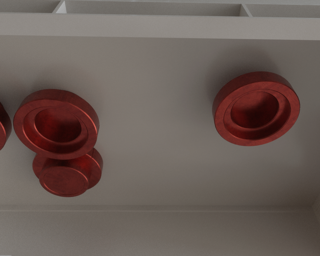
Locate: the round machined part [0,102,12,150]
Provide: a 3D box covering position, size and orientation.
[{"bbox_3d":[-0.235,-0.012,0.384,0.099,0.042,0.097,-1,130,0],"label":"round machined part"}]

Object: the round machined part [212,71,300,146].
[{"bbox_3d":[0.113,-0.027,0.377,0.099,0.042,0.097,-1,130,0],"label":"round machined part"}]

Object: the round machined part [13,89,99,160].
[{"bbox_3d":[-0.125,-0.009,0.389,0.099,0.042,0.097,-1,130,0],"label":"round machined part"}]

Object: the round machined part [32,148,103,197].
[{"bbox_3d":[-0.135,0.064,0.450,0.099,0.042,0.097,-1,130,0],"label":"round machined part"}]
